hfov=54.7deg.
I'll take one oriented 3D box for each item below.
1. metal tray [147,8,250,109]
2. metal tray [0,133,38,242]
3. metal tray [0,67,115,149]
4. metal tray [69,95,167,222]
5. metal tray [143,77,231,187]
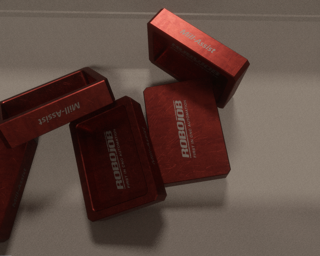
[{"bbox_3d":[0.044,-0.088,0.407,0.130,0.090,0.030,36,74,11],"label":"metal tray"},{"bbox_3d":[-0.217,0.066,0.380,0.091,0.030,0.130,8,70,2],"label":"metal tray"},{"bbox_3d":[-0.131,-0.031,0.380,0.131,0.030,0.090,-27,30,-17],"label":"metal tray"},{"bbox_3d":[-0.054,0.037,0.375,0.090,0.030,0.130,-22,70,15],"label":"metal tray"},{"bbox_3d":[0.032,0.005,0.399,0.090,0.030,0.129,-10,71,4],"label":"metal tray"}]
